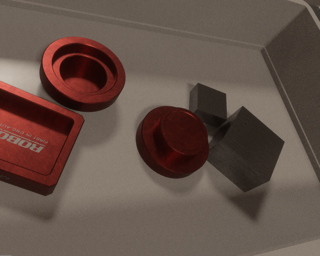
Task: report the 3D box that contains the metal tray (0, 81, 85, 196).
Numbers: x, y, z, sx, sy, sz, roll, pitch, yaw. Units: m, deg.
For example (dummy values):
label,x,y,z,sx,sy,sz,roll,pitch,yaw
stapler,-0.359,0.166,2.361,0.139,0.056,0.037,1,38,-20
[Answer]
label,x,y,z,sx,sy,sz,roll,pitch,yaw
metal tray,-0.155,0.004,0.316,0.131,0.030,0.090,24,53,-14

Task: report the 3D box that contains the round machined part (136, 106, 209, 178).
label,x,y,z,sx,sy,sz,roll,pitch,yaw
round machined part,0.022,0.012,0.401,0.099,0.042,0.098,14,56,-21

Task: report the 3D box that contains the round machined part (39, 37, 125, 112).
label,x,y,z,sx,sy,sz,roll,pitch,yaw
round machined part,-0.096,-0.061,0.381,0.099,0.042,0.098,14,56,-21

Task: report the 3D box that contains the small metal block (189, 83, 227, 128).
label,x,y,z,sx,sy,sz,roll,pitch,yaw
small metal block,0.072,-0.034,0.467,0.050,0.025,0.050,18,54,-18

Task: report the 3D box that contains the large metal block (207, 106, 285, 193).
label,x,y,z,sx,sy,sz,roll,pitch,yaw
large metal block,0.118,0.029,0.438,0.080,0.050,0.080,41,51,-1
